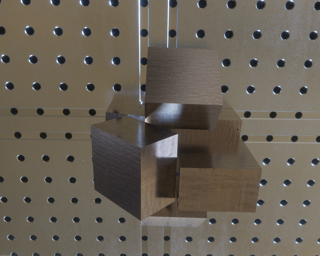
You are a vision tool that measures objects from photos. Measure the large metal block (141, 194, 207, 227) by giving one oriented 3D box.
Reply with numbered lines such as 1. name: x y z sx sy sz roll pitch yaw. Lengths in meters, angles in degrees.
1. large metal block: 0.016 0.100 0.415 0.080 0.050 0.080 2 155 -1

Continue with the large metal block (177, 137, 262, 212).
1. large metal block: 0.059 0.049 0.349 0.080 0.080 0.050 1 110 -1

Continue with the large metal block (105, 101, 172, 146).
1. large metal block: -0.029 0.014 0.405 0.080 0.050 0.079 6 110 -3

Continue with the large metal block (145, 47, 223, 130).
1. large metal block: 0.025 -0.046 0.360 0.080 0.080 0.050 2 148 -1

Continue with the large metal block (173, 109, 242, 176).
1. large metal block: 0.056 0.018 0.407 0.080 0.050 0.079 3 110 -1

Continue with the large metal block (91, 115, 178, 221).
1. large metal block: -0.029 0.039 0.336 0.080 0.050 0.079 20 118 41
